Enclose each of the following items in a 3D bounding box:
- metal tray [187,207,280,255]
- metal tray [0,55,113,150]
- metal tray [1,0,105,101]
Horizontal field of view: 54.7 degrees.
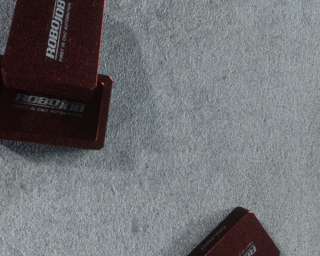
[{"bbox_3d":[0.101,0.190,0.444,0.131,0.030,0.090,-39,103,-16],"label":"metal tray"},{"bbox_3d":[-0.127,-0.026,0.359,0.131,0.030,0.089,8,87,-20],"label":"metal tray"},{"bbox_3d":[-0.113,-0.101,0.342,0.091,0.030,0.130,9,68,-20],"label":"metal tray"}]
